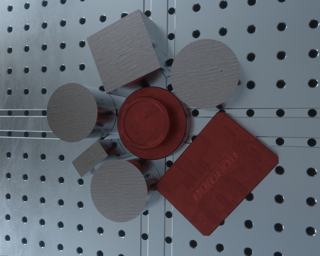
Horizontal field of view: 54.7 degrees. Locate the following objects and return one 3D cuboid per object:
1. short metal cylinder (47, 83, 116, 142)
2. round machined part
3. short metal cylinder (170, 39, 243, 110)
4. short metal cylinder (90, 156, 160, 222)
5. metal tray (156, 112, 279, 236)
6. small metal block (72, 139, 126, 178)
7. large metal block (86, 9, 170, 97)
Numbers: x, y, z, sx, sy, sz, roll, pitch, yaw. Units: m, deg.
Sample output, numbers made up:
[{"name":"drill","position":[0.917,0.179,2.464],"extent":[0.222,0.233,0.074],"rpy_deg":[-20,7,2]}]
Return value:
[{"name":"short metal cylinder","position":[-0.110,-0.021,0.437],"extent":[0.080,0.050,0.080],"rpy_deg":[0,90,20]},{"name":"round machined part","position":[-0.013,-0.006,0.407],"extent":[0.098,0.042,0.097],"rpy_deg":[0,90,20]},{"name":"short metal cylinder","position":[0.059,-0.062,0.378],"extent":[0.080,0.050,0.080],"rpy_deg":[0,90,20]},{"name":"short metal cylinder","position":[-0.044,0.079,0.414],"extent":[0.080,0.050,0.080],"rpy_deg":[0,90,20]},{"name":"metal tray","position":[0.069,0.055,0.384],"extent":[0.090,0.030,0.130],"rpy_deg":[42,103,15]},{"name":"small metal block","position":[-0.084,0.040,0.428],"extent":[0.050,0.050,0.025],"rpy_deg":[-39,78,16]},{"name":"large metal block","position":[-0.039,-0.096,0.413],"extent":[0.080,0.050,0.080],"rpy_deg":[-23,83,18]}]
